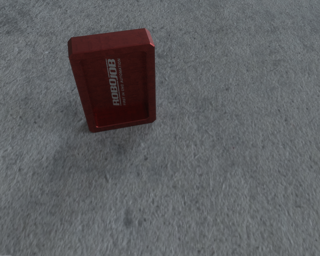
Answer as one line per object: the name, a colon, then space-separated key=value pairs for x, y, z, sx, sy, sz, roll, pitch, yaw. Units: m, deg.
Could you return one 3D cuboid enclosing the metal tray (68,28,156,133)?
metal tray: x=-0.053 y=-0.052 z=0.379 sx=0.091 sy=0.129 sz=0.030 roll=-10 pitch=51 yaw=-8
